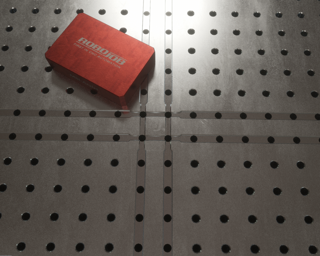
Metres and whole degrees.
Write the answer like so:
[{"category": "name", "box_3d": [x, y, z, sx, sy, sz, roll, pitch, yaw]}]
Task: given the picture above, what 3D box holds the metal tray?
[{"category": "metal tray", "box_3d": [-0.083, -0.100, 0.445, 0.130, 0.030, 0.090, 29, 72, 9]}]
